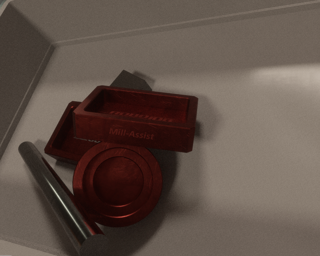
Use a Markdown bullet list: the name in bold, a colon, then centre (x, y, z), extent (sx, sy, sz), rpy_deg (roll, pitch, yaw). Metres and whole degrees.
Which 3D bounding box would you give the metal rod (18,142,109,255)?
- **metal rod**: centre (-0.134, 0.066, 0.374), extent (0.025, 0.025, 0.300), rpy_deg (-54, 34, -10)

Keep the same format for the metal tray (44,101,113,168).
- **metal tray**: centre (-0.094, 0.011, 0.442), extent (0.130, 0.030, 0.090), rpy_deg (9, 66, 31)

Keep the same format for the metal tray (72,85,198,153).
- **metal tray**: centre (-0.023, -0.015, 0.364), extent (0.131, 0.030, 0.090), rpy_deg (7, 28, 5)

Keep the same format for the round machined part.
- **round machined part**: centre (-0.048, 0.061, 0.360), extent (0.099, 0.042, 0.097), rpy_deg (0, 85, -5)

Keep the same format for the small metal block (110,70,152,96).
- **small metal block**: centre (-0.049, -0.054, 0.463), extent (0.050, 0.025, 0.050), rpy_deg (31, 79, 37)
